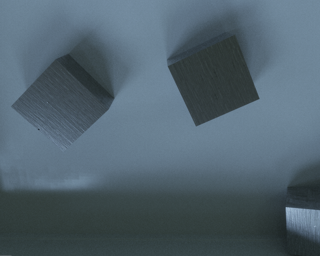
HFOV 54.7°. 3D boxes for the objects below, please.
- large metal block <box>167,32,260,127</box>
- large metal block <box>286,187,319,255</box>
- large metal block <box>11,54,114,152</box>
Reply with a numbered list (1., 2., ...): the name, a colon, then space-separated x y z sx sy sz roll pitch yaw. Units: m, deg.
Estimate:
1. large metal block: 0.062 -0.060 0.376 0.080 0.050 0.080 -24 109 8
2. large metal block: 0.222 0.133 0.434 0.080 0.050 0.079 -1 112 25
3. large metal block: -0.117 -0.032 0.385 0.080 0.050 0.080 -41 105 13
